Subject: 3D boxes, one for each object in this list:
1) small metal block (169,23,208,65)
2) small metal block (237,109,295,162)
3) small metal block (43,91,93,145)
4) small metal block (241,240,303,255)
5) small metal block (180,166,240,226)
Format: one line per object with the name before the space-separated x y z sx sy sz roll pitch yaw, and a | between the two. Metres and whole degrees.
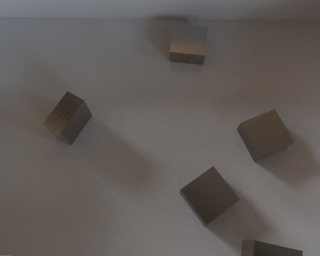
small metal block | 0.042 -0.123 0.455 0.050 0.025 0.050 7 70 2
small metal block | 0.138 0.010 0.407 0.050 0.025 0.050 -22 72 -8
small metal block | -0.117 -0.011 0.400 0.025 0.050 0.050 28 73 10
small metal block | 0.122 0.143 0.345 0.050 0.050 0.025 11 71 4
small metal block | 0.059 0.083 0.379 0.050 0.025 0.050 -34 74 -12
